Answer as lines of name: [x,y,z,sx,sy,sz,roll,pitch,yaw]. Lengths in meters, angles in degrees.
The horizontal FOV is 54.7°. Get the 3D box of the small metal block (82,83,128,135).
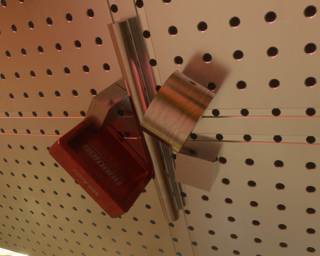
small metal block: [-0.073,-0.026,0.414,0.025,0.050,0.050,36,129,4]

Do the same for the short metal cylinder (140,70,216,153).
short metal cylinder: [0.021,-0.018,0.352,0.050,0.080,0.079,33,129,6]

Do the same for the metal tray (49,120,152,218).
metal tray: [-0.078,0.050,0.438,0.130,0.090,0.030,48,129,-6]

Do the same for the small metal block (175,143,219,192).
small metal block: [0.049,0.052,0.417,0.050,0.025,0.050,14,124,20]

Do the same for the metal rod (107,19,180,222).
metal rod: [-0.015,0.008,0.422,0.025,0.025,0.298,0,119,28]
